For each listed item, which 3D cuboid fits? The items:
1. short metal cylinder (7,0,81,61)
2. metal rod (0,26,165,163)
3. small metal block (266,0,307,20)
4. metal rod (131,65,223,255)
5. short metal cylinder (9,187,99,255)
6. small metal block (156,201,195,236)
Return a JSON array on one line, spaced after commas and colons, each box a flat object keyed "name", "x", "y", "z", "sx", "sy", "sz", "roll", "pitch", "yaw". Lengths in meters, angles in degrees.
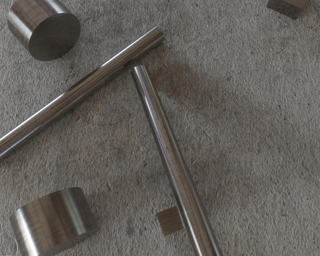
[{"name": "short metal cylinder", "x": -0.159, "y": -0.140, "z": 0.429, "sx": 0.080, "sy": 0.080, "sz": 0.050, "roll": -40, "pitch": 75, "yaw": -13}, {"name": "metal rod", "x": -0.114, "y": -0.046, "z": 0.424, "sx": 0.301, "sy": 0.025, "sz": 0.025, "roll": -40, "pitch": 75, "yaw": -13}, {"name": "small metal block", "x": 0.203, "y": -0.206, "z": 0.485, "sx": 0.050, "sy": 0.025, "sz": 0.050, "roll": 29, "pitch": 73, "yaw": 10}, {"name": "metal rod", "x": 0.015, "y": 0.037, "z": 0.354, "sx": 0.025, "sy": 0.025, "sz": 0.299, "roll": -16, "pitch": 56, "yaw": -6}, {"name": "short metal cylinder", "x": -0.114, "y": 0.106, "z": 0.339, "sx": 0.080, "sy": 0.080, "sz": 0.050, "roll": -26, "pitch": 72, "yaw": -9}, {"name": "small metal block", "x": 0.024, "y": 0.103, "z": 0.357, "sx": 0.050, "sy": 0.050, "sz": 0.025, "roll": -20, "pitch": 72, "yaw": -7}]
